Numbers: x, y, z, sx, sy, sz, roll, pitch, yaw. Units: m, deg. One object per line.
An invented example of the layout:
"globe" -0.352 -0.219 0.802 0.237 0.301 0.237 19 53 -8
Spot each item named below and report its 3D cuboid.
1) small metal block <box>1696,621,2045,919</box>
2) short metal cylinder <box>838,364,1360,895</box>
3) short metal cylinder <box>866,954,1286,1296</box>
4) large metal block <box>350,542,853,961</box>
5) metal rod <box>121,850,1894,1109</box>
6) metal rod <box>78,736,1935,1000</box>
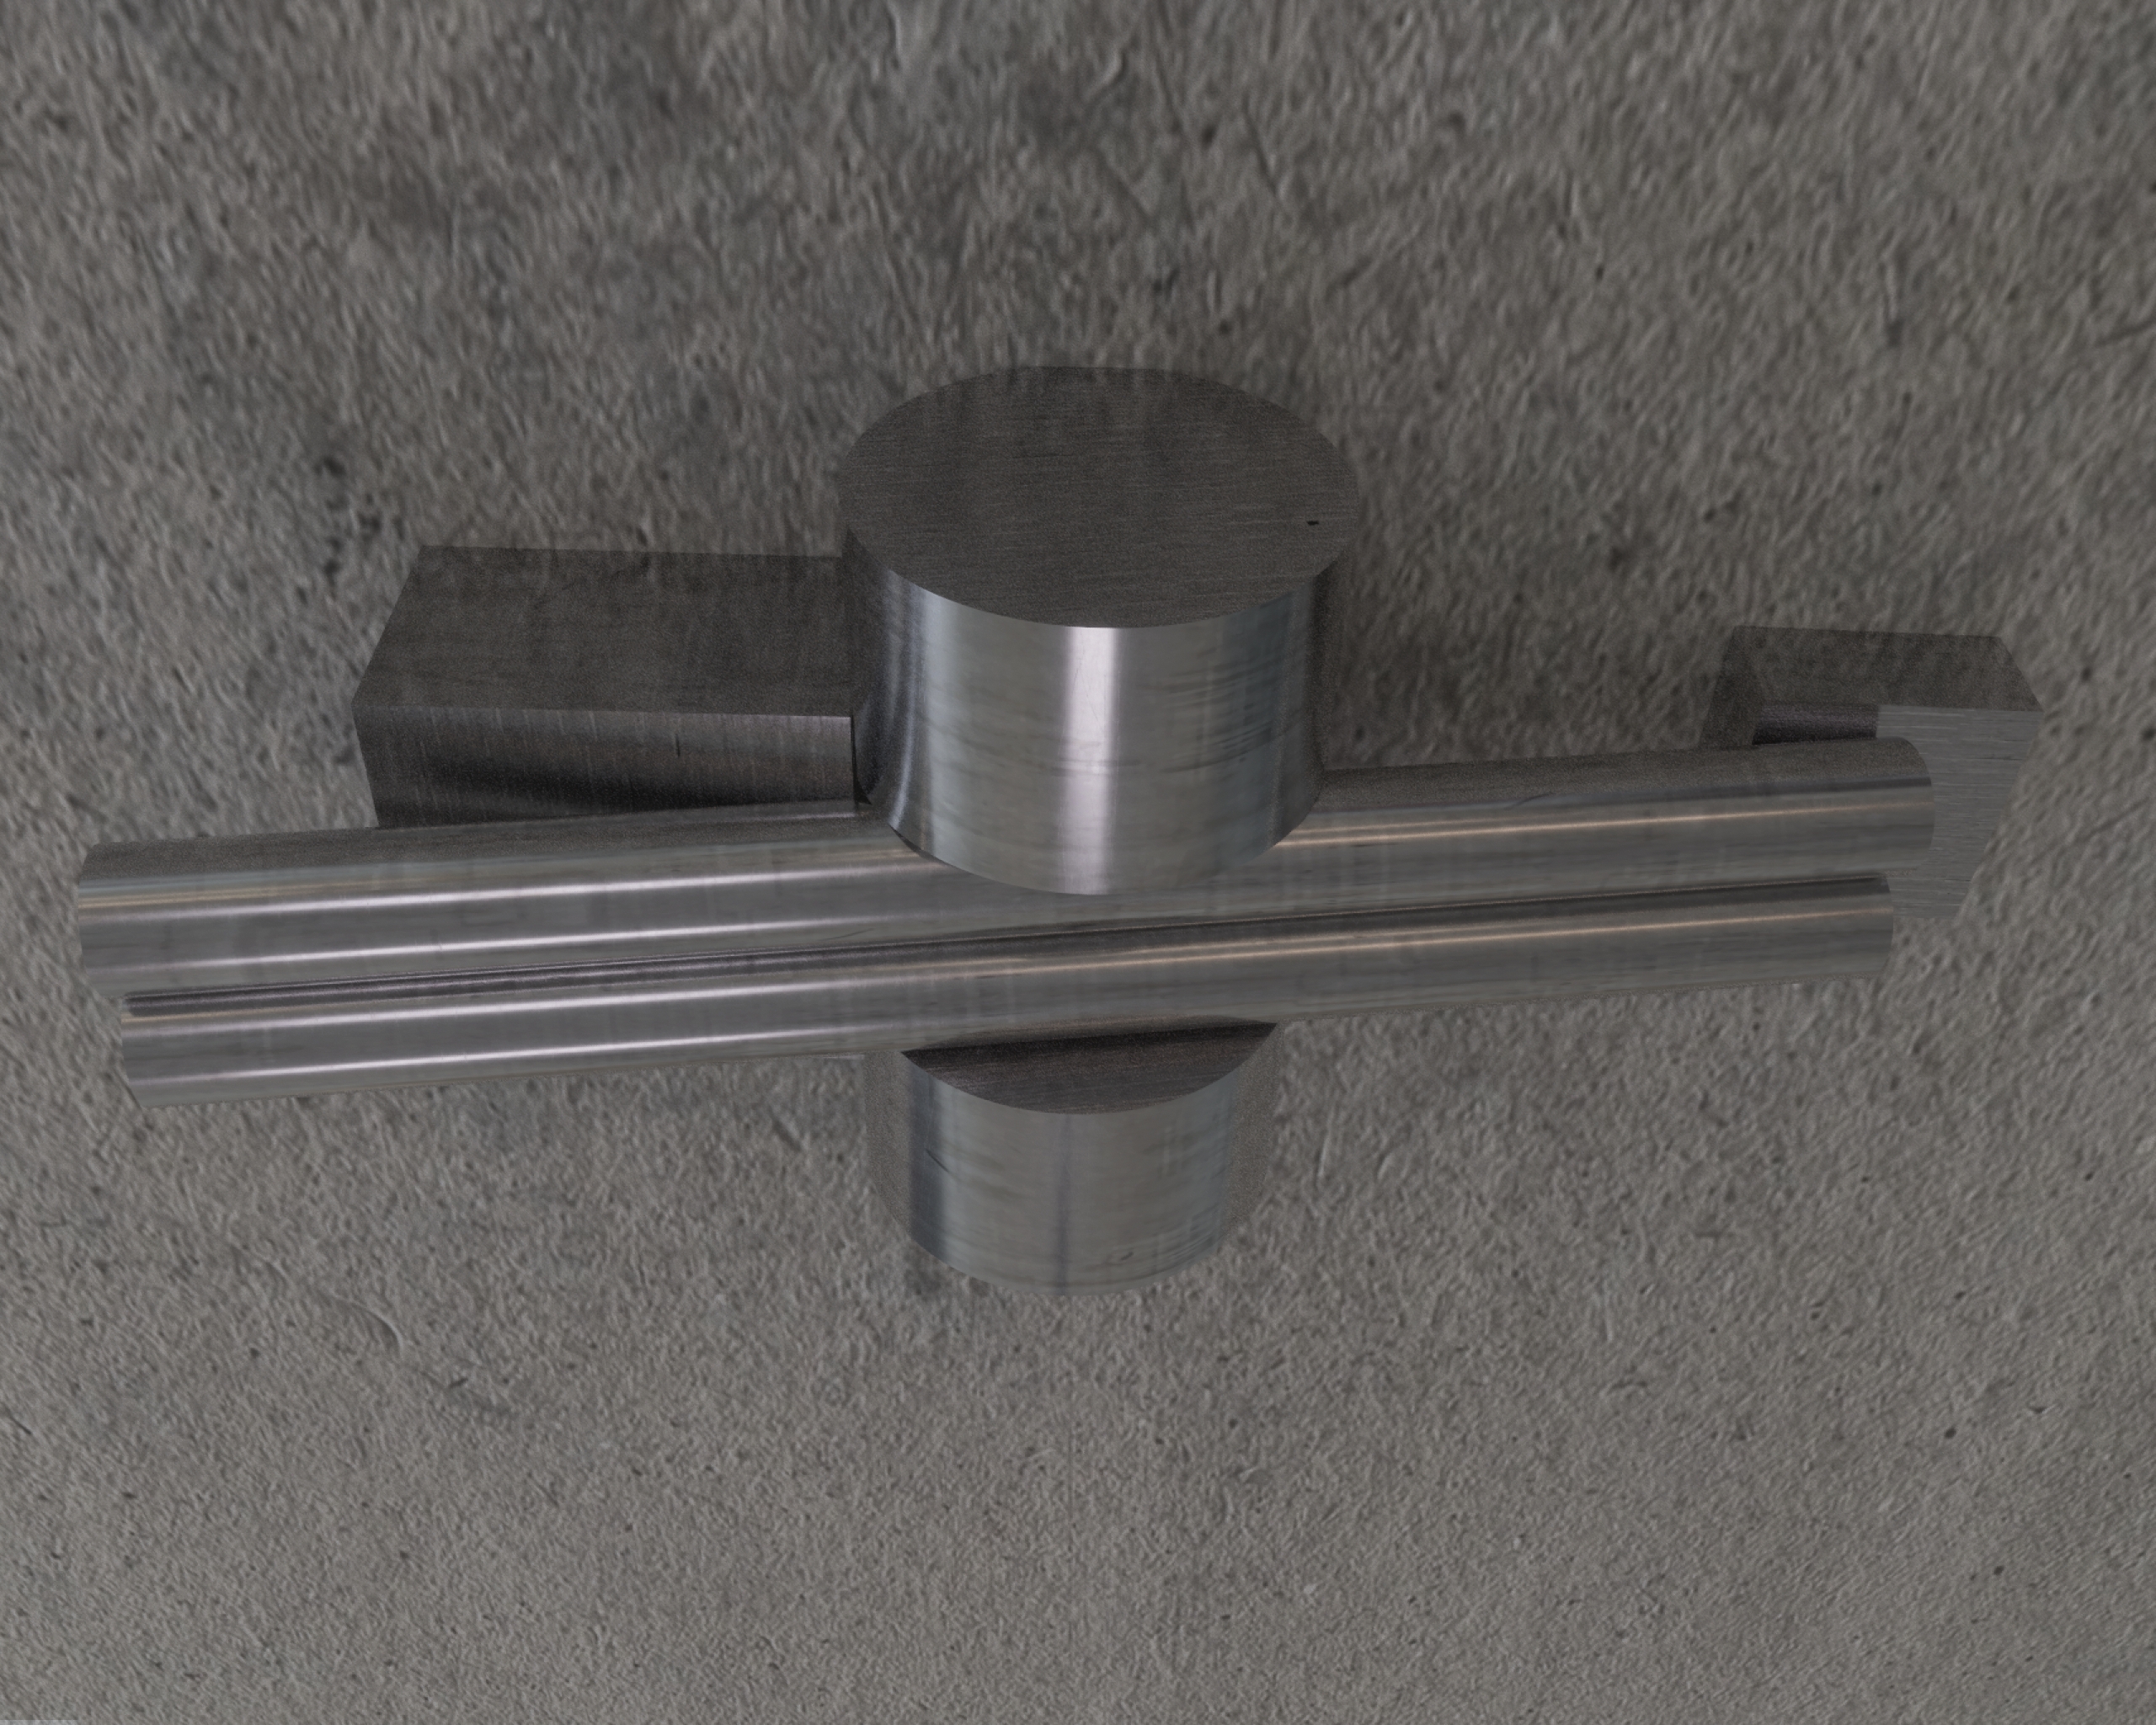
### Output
"small metal block" 0.146 -0.017 0.396 0.050 0.025 0.050 2 130 -2
"short metal cylinder" 0.003 -0.040 0.339 0.081 0.080 0.050 1 130 -1
"short metal cylinder" -0.001 0.036 0.403 0.081 0.080 0.050 1 130 -1
"large metal block" -0.079 -0.010 0.383 0.081 0.050 0.079 1 130 -2
"metal rod" -0.005 0.019 0.366 0.302 0.025 0.025 -4 131 -8
"metal rod" -0.004 0.000 0.350 0.302 0.025 0.025 -4 131 -8
